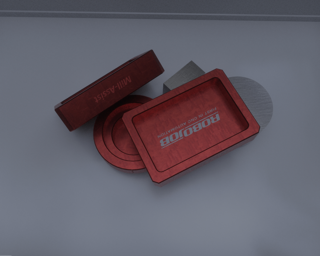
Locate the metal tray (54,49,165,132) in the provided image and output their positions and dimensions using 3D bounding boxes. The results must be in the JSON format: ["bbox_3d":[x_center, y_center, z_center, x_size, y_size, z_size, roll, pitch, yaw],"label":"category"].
[{"bbox_3d":[-0.067,-0.048,0.388,0.131,0.090,0.030,-35,106,-13],"label":"metal tray"}]

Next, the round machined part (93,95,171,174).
[{"bbox_3d":[-0.032,0.010,0.396,0.099,0.042,0.098,0,70,-1],"label":"round machined part"}]

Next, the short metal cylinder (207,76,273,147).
[{"bbox_3d":[0.098,-0.020,0.402,0.081,0.050,0.080,0,70,0],"label":"short metal cylinder"}]

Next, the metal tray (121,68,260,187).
[{"bbox_3d":[0.034,-0.001,0.356,0.131,0.030,0.090,-26,71,-5],"label":"metal tray"}]

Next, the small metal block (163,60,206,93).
[{"bbox_3d":[0.031,-0.055,0.414,0.050,0.050,0.025,-41,75,-15],"label":"small metal block"}]
